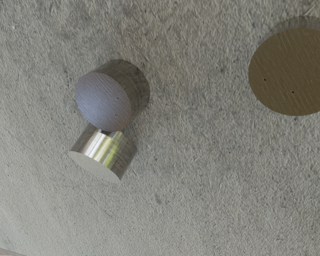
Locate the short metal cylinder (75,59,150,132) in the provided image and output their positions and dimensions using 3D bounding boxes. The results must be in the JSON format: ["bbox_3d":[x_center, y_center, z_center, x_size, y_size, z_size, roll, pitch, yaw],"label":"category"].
[{"bbox_3d":[-0.060,-0.042,0.396,0.080,0.050,0.079,13,124,21],"label":"short metal cylinder"}]

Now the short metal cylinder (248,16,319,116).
[{"bbox_3d":[0.128,-0.058,0.287,0.080,0.050,0.079,13,124,21],"label":"short metal cylinder"}]

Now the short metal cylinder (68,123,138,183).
[{"bbox_3d":[-0.079,0.035,0.434,0.080,0.050,0.080,23,154,12],"label":"short metal cylinder"}]
